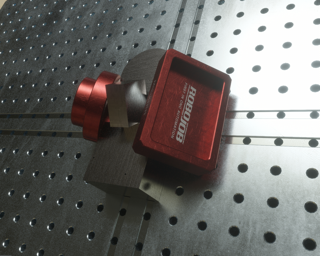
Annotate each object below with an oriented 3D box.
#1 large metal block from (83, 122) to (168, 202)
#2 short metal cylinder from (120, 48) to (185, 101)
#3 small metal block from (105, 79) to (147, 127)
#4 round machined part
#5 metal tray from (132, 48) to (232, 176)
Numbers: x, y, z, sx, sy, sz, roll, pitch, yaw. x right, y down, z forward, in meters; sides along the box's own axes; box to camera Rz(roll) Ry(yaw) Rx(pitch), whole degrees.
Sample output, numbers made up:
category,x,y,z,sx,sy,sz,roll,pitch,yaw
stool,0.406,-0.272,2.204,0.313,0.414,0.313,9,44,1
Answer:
category,x,y,z,sx,sy,sz,roll,pitch,yaw
large metal block,-0.037,0.040,0.387,0.080,0.050,0.080,2,63,29
short metal cylinder,-0.008,-0.064,0.435,0.080,0.050,0.080,-13,56,21
small metal block,-0.039,-0.031,0.377,0.025,0.050,0.050,1,105,26
round machined part,-0.089,-0.031,0.422,0.042,0.098,0.098,16,66,-1
metal tray,0.030,-0.020,0.365,0.030,0.091,0.130,139,150,-62
